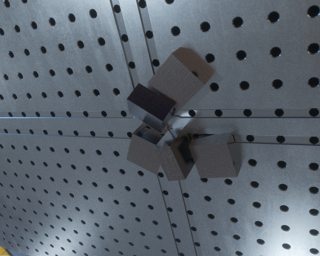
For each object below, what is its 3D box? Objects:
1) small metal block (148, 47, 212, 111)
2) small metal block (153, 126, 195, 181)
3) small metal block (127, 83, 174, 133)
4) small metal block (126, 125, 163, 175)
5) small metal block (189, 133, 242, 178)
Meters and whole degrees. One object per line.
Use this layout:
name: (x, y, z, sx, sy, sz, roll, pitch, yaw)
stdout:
small metal block: (0.023, -0.057, 0.365, 0.050, 0.025, 0.050, 43, 129, -2)
small metal block: (0.022, 0.033, 0.405, 0.025, 0.050, 0.050, -12, 112, 33)
small metal block: (-0.012, -0.024, 0.388, 0.050, 0.025, 0.050, 32, 165, 7)
small metal block: (-0.016, 0.031, 0.439, 0.050, 0.025, 0.050, 25, 128, 12)
small metal block: (0.071, 0.036, 0.396, 0.050, 0.025, 0.050, -7, 115, 31)
